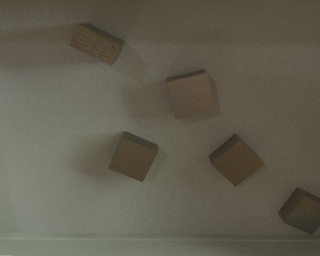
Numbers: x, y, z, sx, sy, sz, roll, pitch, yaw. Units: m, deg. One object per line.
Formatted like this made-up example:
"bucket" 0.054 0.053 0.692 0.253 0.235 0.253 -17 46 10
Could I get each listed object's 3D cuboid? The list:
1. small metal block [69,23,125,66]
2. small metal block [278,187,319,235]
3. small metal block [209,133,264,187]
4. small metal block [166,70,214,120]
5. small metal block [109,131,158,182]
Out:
"small metal block" -0.071 -0.099 0.361 0.050 0.050 0.025 25 108 -9
"small metal block" 0.214 0.123 0.458 0.050 0.025 0.050 25 108 -9
"small metal block" 0.105 0.044 0.428 0.050 0.025 0.050 -43 105 14
"small metal block" 0.038 -0.043 0.396 0.050 0.025 0.050 -13 110 4
"small metal block" -0.036 0.039 0.425 0.050 0.025 0.050 24 108 -9
